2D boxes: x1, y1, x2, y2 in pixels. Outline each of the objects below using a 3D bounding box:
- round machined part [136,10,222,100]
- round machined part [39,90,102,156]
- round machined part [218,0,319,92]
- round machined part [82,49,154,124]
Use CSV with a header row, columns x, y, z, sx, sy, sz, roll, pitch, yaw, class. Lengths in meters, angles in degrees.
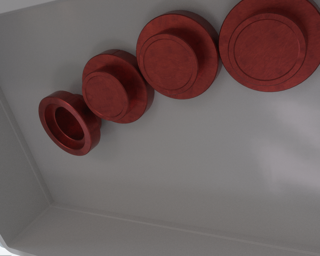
x,y,z,sx,sy,sz,roll,pitch,yaw,class
0.016,-0.076,0.342,0.098,0.042,0.097,13,124,21,round machined part
-0.125,-0.011,0.452,0.098,0.042,0.097,19,130,24,round machined part
0.103,-0.079,0.295,0.098,0.042,0.097,13,124,21,round machined part
-0.060,-0.048,0.400,0.098,0.042,0.097,13,124,21,round machined part
